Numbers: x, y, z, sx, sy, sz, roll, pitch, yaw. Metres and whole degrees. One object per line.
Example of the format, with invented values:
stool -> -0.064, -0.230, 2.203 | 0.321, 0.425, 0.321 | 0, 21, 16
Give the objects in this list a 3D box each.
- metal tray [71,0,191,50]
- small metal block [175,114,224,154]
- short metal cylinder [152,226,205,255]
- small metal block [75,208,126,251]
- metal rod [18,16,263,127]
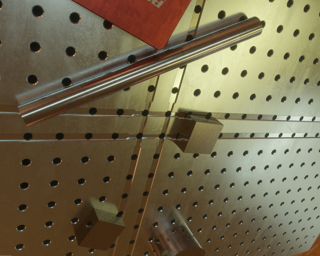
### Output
metal tray -> -0.031, -0.146, 0.302 | 0.131, 0.030, 0.090 | 21, 107, -37
small metal block -> 0.058, 0.010, 0.451 | 0.050, 0.025, 0.050 | 6, 115, -32
short metal cylinder -> 0.032, 0.222, 0.553 | 0.081, 0.050, 0.079 | -14, 125, -21
small metal block -> -0.088, 0.151, 0.458 | 0.050, 0.025, 0.050 | 30, 102, -38
metal rod -> -0.010, -0.072, 0.362 | 0.302, 0.025, 0.025 | -24, 128, -14
